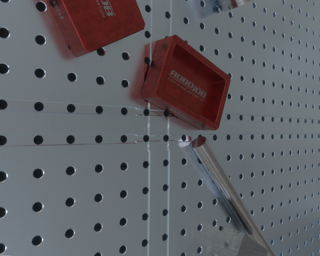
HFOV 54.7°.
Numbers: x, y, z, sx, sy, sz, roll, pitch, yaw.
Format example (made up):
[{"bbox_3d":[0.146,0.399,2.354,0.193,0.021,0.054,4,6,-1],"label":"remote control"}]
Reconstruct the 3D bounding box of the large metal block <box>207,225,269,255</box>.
[{"bbox_3d":[0.121,0.215,0.495,0.080,0.050,0.080,40,66,-33],"label":"large metal block"}]

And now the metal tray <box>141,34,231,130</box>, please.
[{"bbox_3d":[0.042,-0.059,0.441,0.131,0.030,0.090,26,74,-37],"label":"metal tray"}]

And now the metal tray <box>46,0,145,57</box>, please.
[{"bbox_3d":[-0.079,-0.156,0.339,0.091,0.030,0.129,-36,112,-34],"label":"metal tray"}]

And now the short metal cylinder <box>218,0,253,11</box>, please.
[{"bbox_3d":[0.124,-0.222,0.477,0.080,0.080,0.050,-41,115,-32],"label":"short metal cylinder"}]

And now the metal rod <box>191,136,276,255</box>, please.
[{"bbox_3d":[0.132,0.133,0.520,0.025,0.025,0.299,-49,119,-29],"label":"metal rod"}]
